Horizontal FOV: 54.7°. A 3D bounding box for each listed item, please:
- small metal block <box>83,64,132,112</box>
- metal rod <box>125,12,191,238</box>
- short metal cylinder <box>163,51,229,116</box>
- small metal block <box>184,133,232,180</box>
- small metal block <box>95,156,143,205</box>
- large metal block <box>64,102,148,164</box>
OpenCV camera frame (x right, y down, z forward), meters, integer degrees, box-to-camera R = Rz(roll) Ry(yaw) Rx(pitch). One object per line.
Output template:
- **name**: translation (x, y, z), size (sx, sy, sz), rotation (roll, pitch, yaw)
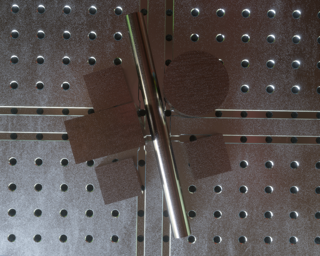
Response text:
- **small metal block**: translation (-0.068, -0.052, 0.412), size (0.050, 0.025, 0.050), rotation (-17, 90, -1)
- **metal rod**: translation (-0.002, -0.004, 0.413), size (0.025, 0.025, 0.298), rotation (-12, 90, 0)
- **short metal cylinder**: translation (0.044, -0.055, 0.401), size (0.081, 0.050, 0.079), rotation (0, 90, -1)
- **small metal block**: translation (0.063, 0.037, 0.414), size (0.050, 0.025, 0.050), rotation (-15, 90, -1)
- **small metal block**: translation (-0.054, 0.069, 0.413), size (0.050, 0.025, 0.050), rotation (-16, 90, -1)
- **large metal block**: translation (-0.061, 0.005, 0.384), size (0.080, 0.080, 0.050), rotation (-15, 90, 0)
